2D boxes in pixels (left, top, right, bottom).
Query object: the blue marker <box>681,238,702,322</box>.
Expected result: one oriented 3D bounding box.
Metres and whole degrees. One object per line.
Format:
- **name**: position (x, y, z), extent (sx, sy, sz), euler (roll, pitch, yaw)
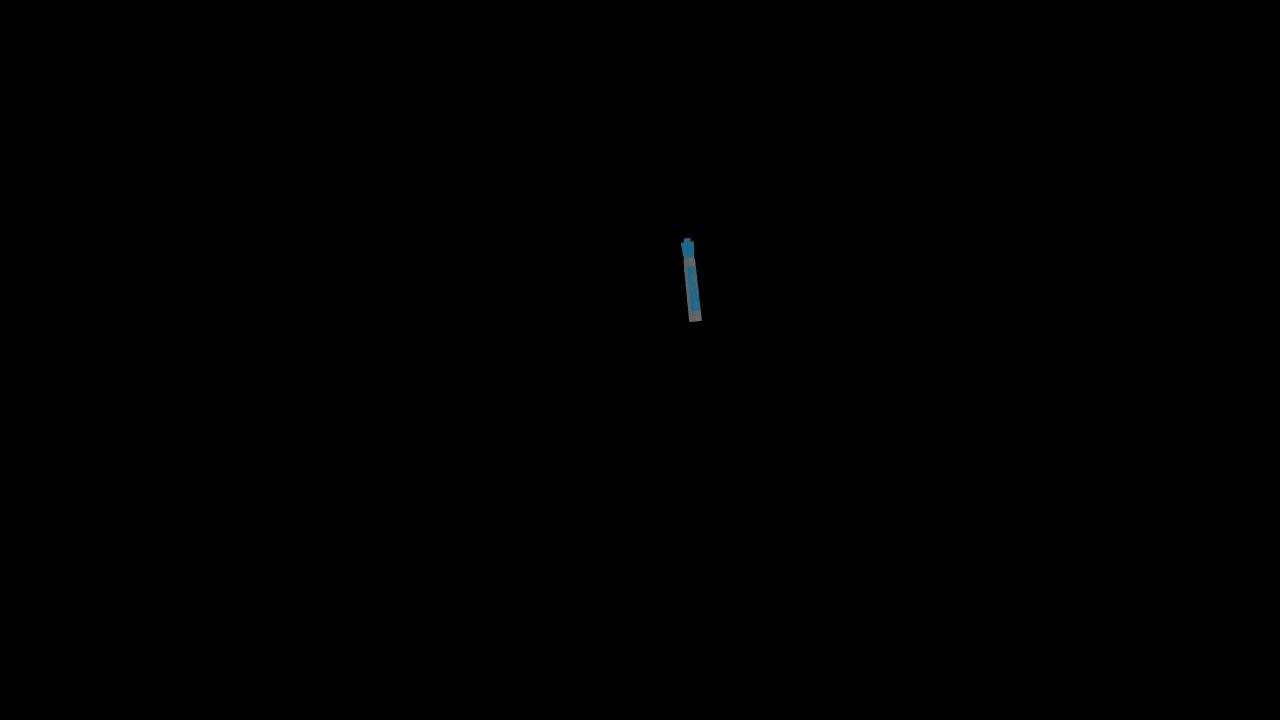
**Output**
- **blue marker**: position (0.074, -0.116, 0.892), extent (0.020, 0.121, 0.020), euler (-6, 3, 0)
